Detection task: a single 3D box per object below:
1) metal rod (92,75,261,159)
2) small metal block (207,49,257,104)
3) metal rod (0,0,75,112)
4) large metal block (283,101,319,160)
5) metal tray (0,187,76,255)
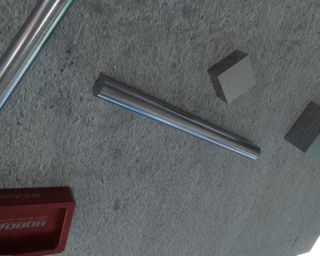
[{"bbox_3d":[0.045,-0.003,0.431,0.302,0.025,0.025,21,107,-37],"label":"metal rod"},{"bbox_3d":[0.098,-0.069,0.420,0.050,0.025,0.050,-35,129,-5],"label":"small metal block"},{"bbox_3d":[-0.163,-0.028,0.300,0.025,0.025,0.299,31,101,-38],"label":"metal rod"},{"bbox_3d":[0.284,0.009,0.555,0.080,0.050,0.080,21,107,-36],"label":"large metal block"},{"bbox_3d":[-0.179,0.119,0.379,0.131,0.030,0.089,4,117,-31],"label":"metal tray"}]
